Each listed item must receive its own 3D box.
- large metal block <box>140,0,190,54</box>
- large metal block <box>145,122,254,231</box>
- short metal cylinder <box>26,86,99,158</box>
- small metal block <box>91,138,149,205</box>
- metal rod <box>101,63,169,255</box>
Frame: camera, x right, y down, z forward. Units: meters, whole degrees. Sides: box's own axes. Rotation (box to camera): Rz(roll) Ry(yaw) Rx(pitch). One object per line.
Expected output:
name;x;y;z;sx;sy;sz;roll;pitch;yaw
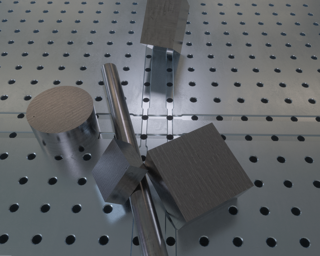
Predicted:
large metal block;0.010;-0.165;0.489;0.050;0.079;0.080;13;10;10
large metal block;0.038;0.052;0.336;0.081;0.050;0.080;-23;68;-18
short metal cylinder;-0.122;-0.009;0.398;0.081;0.050;0.080;0;50;0
small metal block;-0.046;0.048;0.343;0.025;0.050;0.050;23;18;-40
metal rod;-0.041;0.019;0.390;0.025;0.025;0.300;-11;51;-10
